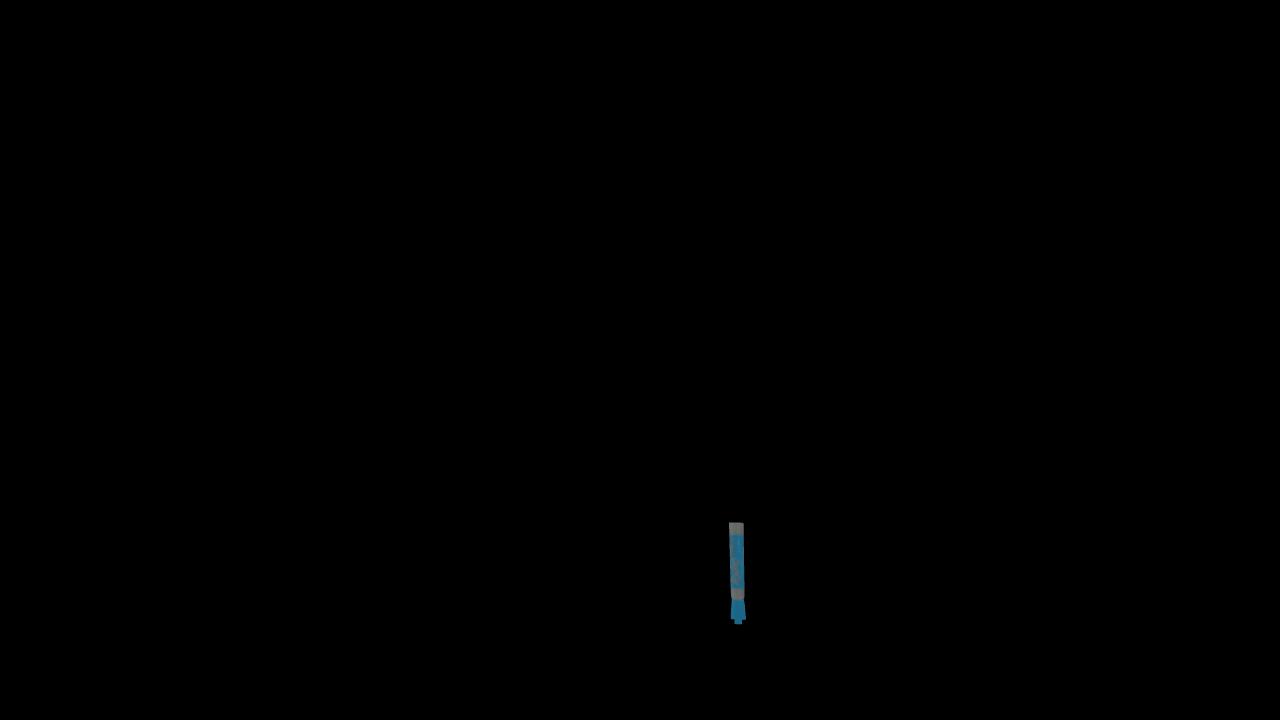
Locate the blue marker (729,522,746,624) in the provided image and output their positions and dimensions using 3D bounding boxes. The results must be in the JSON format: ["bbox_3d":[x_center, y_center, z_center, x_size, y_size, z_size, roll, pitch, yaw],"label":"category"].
[{"bbox_3d":[0.122,0.267,0.773,0.020,0.121,0.020,1,-16,0],"label":"blue marker"}]
